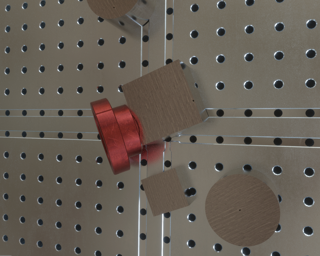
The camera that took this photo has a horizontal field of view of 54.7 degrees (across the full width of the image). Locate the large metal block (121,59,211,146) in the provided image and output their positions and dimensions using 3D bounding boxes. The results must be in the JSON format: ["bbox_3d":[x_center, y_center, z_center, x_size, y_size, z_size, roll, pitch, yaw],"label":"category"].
[{"bbox_3d":[0.009,-0.030,0.396,0.080,0.050,0.080,-22,83,18],"label":"large metal block"}]

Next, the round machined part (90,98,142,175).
[{"bbox_3d":[-0.054,0.007,0.400,0.042,0.098,0.098,-19,83,-13],"label":"round machined part"}]

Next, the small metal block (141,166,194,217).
[{"bbox_3d":[0.010,0.083,0.408,0.050,0.025,0.050,-22,83,18],"label":"small metal block"}]

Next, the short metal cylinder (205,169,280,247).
[{"bbox_3d":[0.098,0.090,0.364,0.080,0.050,0.079,0,90,20],"label":"short metal cylinder"}]

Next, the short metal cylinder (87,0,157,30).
[{"bbox_3d":[-0.051,-0.179,0.416,0.080,0.050,0.079,0,90,19],"label":"short metal cylinder"}]
